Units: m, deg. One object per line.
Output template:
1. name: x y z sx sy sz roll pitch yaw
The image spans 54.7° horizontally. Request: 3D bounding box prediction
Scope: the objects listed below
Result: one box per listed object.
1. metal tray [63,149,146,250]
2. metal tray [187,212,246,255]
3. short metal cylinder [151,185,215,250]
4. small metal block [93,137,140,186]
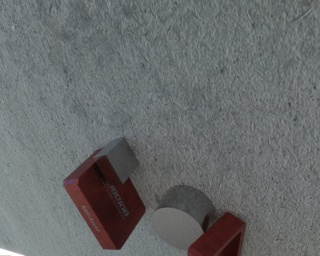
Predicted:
1. metal tray: -0.079 0.106 0.471 0.030 0.090 0.129 -12 112 33
2. metal tray: 0.078 0.194 0.440 0.030 0.091 0.129 27 131 38
3. short metal cylinder: 0.034 0.131 0.453 0.080 0.050 0.079 13 124 21
4. small metal block: -0.062 0.048 0.453 0.025 0.050 0.050 -15 111 34
